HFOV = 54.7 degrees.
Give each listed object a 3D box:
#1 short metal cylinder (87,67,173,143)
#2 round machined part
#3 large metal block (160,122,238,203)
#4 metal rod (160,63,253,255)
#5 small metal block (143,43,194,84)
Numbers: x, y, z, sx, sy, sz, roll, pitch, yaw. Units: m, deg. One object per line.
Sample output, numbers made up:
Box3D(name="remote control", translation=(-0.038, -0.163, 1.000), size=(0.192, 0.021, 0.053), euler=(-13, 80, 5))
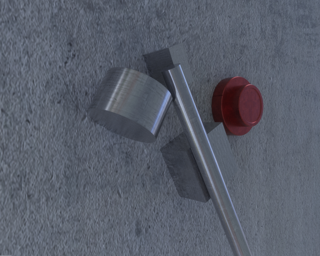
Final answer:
Box3D(name="short metal cylinder", translation=(-0.033, -0.023, 0.343), size=(0.080, 0.080, 0.050), euler=(35, 69, -35))
Box3D(name="round machined part", translation=(0.133, -0.036, 0.508), size=(0.099, 0.042, 0.097), euler=(0, 90, -40))
Box3D(name="large metal block", translation=(0.058, 0.045, 0.439), size=(0.081, 0.050, 0.080), euler=(-35, 112, -35))
Box3D(name="metal rod", translation=(0.067, 0.062, 0.398), size=(0.025, 0.025, 0.299), euler=(-37, 113, -34))
Box3D(name="small metal block", translation=(0.010, -0.077, 0.399), size=(0.025, 0.050, 0.050), euler=(-30, 109, -36))
